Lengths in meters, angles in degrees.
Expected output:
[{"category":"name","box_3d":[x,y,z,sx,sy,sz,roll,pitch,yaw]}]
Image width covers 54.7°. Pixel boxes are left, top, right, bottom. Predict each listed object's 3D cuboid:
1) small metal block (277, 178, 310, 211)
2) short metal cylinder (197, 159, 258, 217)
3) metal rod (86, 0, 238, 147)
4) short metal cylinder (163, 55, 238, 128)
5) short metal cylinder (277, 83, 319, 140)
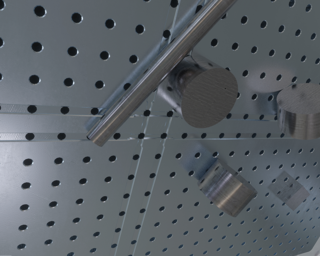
[{"category":"small metal block","box_3d":[0.282,0.141,0.653,0.050,0.025,0.050,-47,129,5]},{"category":"short metal cylinder","box_3d":[0.107,0.095,0.493,0.080,0.080,0.050,32,100,-38]},{"category":"metal rod","box_3d":[0.023,-0.094,0.365,0.300,0.025,0.025,-47,129,4]},{"category":"short metal cylinder","box_3d":[0.051,-0.046,0.394,0.081,0.050,0.079,-14,124,-21]},{"category":"short metal cylinder","box_3d":[0.225,-0.027,0.483,0.080,0.080,0.050,-27,128,-11]}]
